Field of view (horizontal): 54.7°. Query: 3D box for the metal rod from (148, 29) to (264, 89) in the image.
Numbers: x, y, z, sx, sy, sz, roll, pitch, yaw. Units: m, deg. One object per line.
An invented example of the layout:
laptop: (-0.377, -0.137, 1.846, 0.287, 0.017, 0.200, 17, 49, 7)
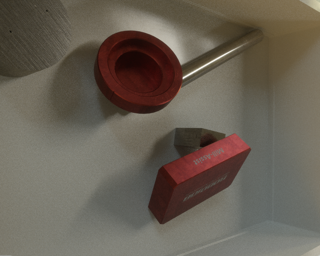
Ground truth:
metal rod: (0.071, -0.098, 0.468, 0.302, 0.025, 0.025, -33, 111, -35)

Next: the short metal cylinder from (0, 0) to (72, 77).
short metal cylinder: (-0.130, -0.089, 0.282, 0.081, 0.050, 0.079, 0, 90, -40)

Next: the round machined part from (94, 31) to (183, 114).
round machined part: (-0.027, -0.060, 0.357, 0.099, 0.042, 0.098, 9, 63, -19)

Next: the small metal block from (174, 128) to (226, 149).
small metal block: (0.056, 0.016, 0.440, 0.050, 0.050, 0.025, 13, 82, -40)

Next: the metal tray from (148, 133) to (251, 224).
metal tray: (0.052, 0.065, 0.406, 0.131, 0.030, 0.089, -20, 143, -31)
